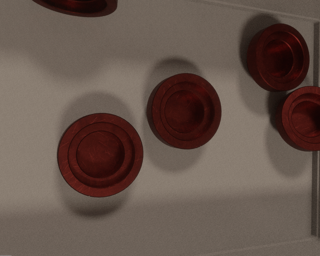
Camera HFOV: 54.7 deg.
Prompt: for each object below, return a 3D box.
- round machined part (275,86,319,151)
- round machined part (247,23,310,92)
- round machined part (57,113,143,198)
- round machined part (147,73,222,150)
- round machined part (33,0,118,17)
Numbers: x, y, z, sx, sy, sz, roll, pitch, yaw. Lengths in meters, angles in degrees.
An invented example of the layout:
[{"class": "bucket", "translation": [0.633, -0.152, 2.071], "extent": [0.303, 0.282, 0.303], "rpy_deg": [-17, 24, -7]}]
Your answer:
[{"class": "round machined part", "translation": [0.225, -0.012, 0.477], "extent": [0.099, 0.042, 0.097], "rpy_deg": [1, 82, -4]}, {"class": "round machined part", "translation": [0.172, -0.103, 0.467], "extent": [0.099, 0.042, 0.097], "rpy_deg": [0, 90, -21]}, {"class": "round machined part", "translation": [-0.073, 0.031, 0.375], "extent": [0.099, 0.042, 0.097], "rpy_deg": [0, 90, -21]}, {"class": "round machined part", "translation": [0.029, -0.021, 0.413], "extent": [0.099, 0.042, 0.097], "rpy_deg": [0, 90, -21]}, {"class": "round machined part", "translation": [-0.094, -0.160, 0.337], "extent": [0.099, 0.098, 0.042], "rpy_deg": [5, 89, -20]}]
